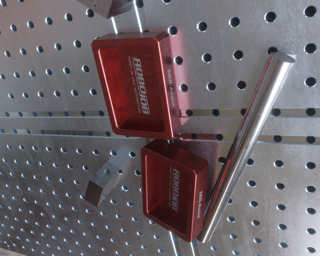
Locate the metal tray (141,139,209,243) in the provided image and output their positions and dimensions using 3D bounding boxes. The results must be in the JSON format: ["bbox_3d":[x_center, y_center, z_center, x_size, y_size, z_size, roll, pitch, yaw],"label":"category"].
[{"bbox_3d":[0.018,0.088,0.435,0.090,0.030,0.129,22,127,33],"label":"metal tray"}]

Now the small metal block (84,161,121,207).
[{"bbox_3d":[-0.093,0.090,0.498,0.025,0.050,0.050,30,128,9],"label":"small metal block"}]

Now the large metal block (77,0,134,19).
[{"bbox_3d":[-0.063,-0.174,0.320,0.080,0.050,0.079,33,129,6],"label":"large metal block"}]

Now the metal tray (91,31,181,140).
[{"bbox_3d":[-0.027,-0.051,0.389,0.090,0.030,0.129,5,121,25],"label":"metal tray"}]

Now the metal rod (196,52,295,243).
[{"bbox_3d":[0.093,0.048,0.391,0.025,0.025,0.298,23,127,14],"label":"metal rod"}]
